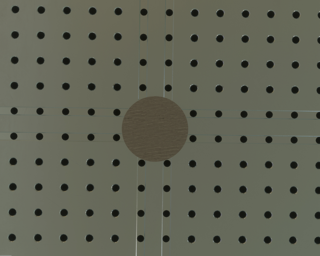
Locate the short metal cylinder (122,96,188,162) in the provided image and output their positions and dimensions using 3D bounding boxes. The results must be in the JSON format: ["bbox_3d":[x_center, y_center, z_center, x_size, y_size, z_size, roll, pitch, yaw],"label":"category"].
[{"bbox_3d":[-0.006,0.001,0.400,0.081,0.050,0.079,0,90,-1],"label":"short metal cylinder"}]
